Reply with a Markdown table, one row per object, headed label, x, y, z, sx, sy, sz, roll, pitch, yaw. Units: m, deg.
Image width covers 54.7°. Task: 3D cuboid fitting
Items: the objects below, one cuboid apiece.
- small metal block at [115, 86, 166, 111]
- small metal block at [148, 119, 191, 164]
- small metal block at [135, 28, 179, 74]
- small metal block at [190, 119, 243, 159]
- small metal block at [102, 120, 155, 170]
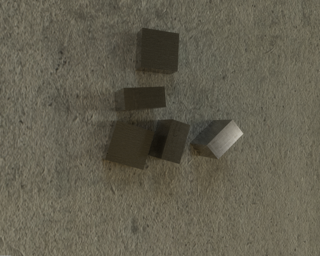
| label | x | y | z | sx | sy | sz | roll | pitch | yaw |
| --- | --- | --- | --- | --- | --- | --- | --- | --- | --- |
| small metal block | -0.026 | -0.036 | 0.386 | 0.050 | 0.050 | 0.025 | -5 | 92 | -20 |
| small metal block | 0.011 | 0.017 | 0.400 | 0.025 | 0.050 | 0.050 | 18 | 84 | -19 |
| small metal block | -0.004 | -0.100 | 0.407 | 0.050 | 0.025 | 0.050 | 3 | 89 | -20 |
| small metal block | 0.076 | 0.014 | 0.424 | 0.050 | 0.050 | 0.025 | -43 | 104 | -15 |
| small metal block | -0.041 | 0.022 | 0.394 | 0.050 | 0.025 | 0.050 | 18 | 84 | -19 |
